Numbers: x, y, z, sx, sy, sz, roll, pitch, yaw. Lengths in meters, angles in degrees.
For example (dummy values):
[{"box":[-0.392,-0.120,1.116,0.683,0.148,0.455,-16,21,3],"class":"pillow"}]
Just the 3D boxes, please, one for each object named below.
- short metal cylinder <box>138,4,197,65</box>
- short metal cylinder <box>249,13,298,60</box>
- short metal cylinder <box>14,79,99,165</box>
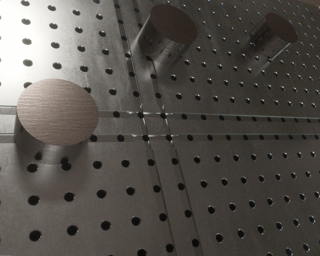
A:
[{"box":[0.011,-0.147,0.490,0.081,0.050,0.080,14,56,-21],"class":"short metal cylinder"},{"box":[0.232,-0.188,0.635,0.081,0.050,0.080,14,56,-21],"class":"short metal cylinder"},{"box":[-0.113,-0.006,0.336,0.081,0.050,0.080,14,56,-21],"class":"short metal cylinder"}]
